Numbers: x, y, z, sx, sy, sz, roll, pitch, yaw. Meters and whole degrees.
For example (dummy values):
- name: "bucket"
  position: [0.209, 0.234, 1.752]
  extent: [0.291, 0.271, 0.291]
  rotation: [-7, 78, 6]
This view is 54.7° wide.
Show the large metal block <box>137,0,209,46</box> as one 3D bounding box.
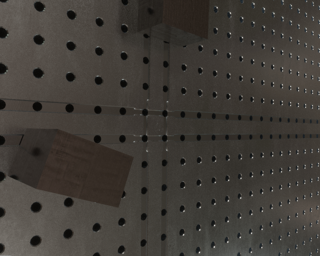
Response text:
- name: "large metal block"
  position: [0.019, -0.161, 0.411]
  extent: [0.081, 0.050, 0.080]
  rotation: [5, 87, -40]

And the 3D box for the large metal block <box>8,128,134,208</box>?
- name: "large metal block"
  position: [-0.087, 0.038, 0.302]
  extent: [0.080, 0.080, 0.050]
  rotation: [26, 74, -38]
